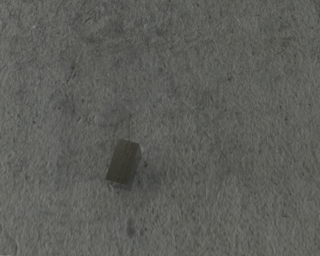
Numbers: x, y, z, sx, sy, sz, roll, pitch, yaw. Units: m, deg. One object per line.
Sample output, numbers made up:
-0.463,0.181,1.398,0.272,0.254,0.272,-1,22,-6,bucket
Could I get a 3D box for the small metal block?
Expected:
-0.043,0.046,0.378,0.025,0.050,0.050,14,71,5,small metal block
